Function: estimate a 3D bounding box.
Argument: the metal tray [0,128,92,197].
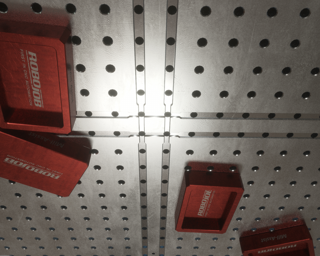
[{"bbox_3d":[-0.177,0.046,0.445,0.131,0.030,0.089,24,126,-20],"label":"metal tray"}]

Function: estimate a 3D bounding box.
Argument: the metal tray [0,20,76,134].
[{"bbox_3d":[-0.149,-0.054,0.360,0.091,0.030,0.129,5,130,-5],"label":"metal tray"}]

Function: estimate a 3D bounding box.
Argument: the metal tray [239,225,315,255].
[{"bbox_3d":[0.234,0.242,0.618,0.130,0.030,0.090,-17,129,13],"label":"metal tray"}]

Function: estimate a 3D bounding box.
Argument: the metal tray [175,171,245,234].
[{"bbox_3d":[0.078,0.128,0.518,0.091,0.030,0.129,4,130,-4],"label":"metal tray"}]
